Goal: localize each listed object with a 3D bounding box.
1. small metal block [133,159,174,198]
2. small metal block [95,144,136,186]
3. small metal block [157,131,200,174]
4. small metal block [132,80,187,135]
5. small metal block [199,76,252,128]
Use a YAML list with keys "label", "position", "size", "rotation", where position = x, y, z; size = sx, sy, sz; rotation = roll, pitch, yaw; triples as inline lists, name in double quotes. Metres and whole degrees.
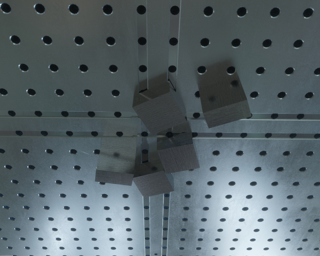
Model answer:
- label: "small metal block"
  position: [-0.010, 0.078, 0.477]
  size: [0.050, 0.025, 0.050]
  rotation: [-15, 129, 12]
- label: "small metal block"
  position: [-0.062, 0.051, 0.438]
  size: [0.050, 0.050, 0.025]
  rotation: [9, 130, -7]
- label: "small metal block"
  position: [0.027, 0.036, 0.442]
  size: [0.050, 0.025, 0.050]
  rotation: [-12, 129, 10]
- label: "small metal block"
  position: [0.000, -0.025, 0.391]
  size: [0.050, 0.025, 0.050]
  rotation: [-21, 127, 17]
- label: "small metal block"
  position: [0.076, -0.031, 0.369]
  size: [0.050, 0.050, 0.025]
  rotation: [-16, 128, 13]
